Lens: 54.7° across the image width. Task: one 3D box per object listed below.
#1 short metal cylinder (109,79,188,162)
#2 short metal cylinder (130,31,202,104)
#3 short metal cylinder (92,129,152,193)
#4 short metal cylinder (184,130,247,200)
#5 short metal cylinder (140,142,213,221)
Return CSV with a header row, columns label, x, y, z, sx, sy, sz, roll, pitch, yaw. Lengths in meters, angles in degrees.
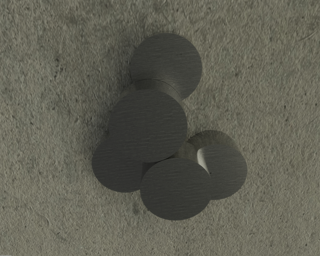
label,x,y,z,sx,sy,sz,roll,pitch,yaw
short metal cylinder,-0.012,-0.009,0.340,0.080,0.050,0.079,0,110,0
short metal cylinder,0.007,-0.074,0.371,0.081,0.050,0.079,0,110,0
short metal cylinder,-0.045,0.038,0.411,0.081,0.050,0.079,0,110,0
short metal cylinder,0.070,0.049,0.416,0.081,0.050,0.079,0,110,0
short metal cylinder,0.018,0.060,0.366,0.081,0.050,0.079,0,110,-1
